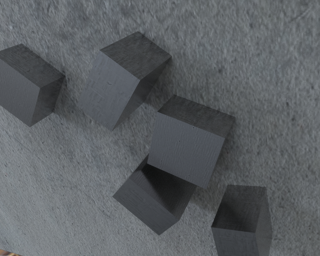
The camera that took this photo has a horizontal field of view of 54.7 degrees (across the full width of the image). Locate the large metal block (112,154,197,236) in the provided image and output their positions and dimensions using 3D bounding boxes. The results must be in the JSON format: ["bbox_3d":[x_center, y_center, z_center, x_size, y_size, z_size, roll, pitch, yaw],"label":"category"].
[{"bbox_3d":[-0.003,0.082,0.422,0.080,0.080,0.050,40,129,0],"label":"large metal block"}]

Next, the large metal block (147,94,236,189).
[{"bbox_3d":[0.037,0.016,0.380,0.080,0.050,0.079,22,127,14],"label":"large metal block"}]

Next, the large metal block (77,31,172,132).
[{"bbox_3d":[-0.041,-0.055,0.357,0.050,0.080,0.080,37,129,3],"label":"large metal block"}]

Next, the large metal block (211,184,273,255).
[{"bbox_3d":[0.108,0.130,0.394,0.050,0.080,0.080,-2,118,29],"label":"large metal block"}]

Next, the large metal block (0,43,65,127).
[{"bbox_3d":[-0.197,-0.062,0.453,0.080,0.050,0.079,36,129,3],"label":"large metal block"}]
